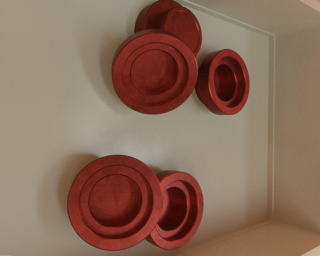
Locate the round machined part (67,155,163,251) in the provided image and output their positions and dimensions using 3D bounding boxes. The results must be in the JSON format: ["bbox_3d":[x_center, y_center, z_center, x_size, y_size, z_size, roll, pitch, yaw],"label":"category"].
[{"bbox_3d":[-0.049,0.078,0.340,0.099,0.042,0.097,2,83,-15],"label":"round machined part"}]

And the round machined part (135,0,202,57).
[{"bbox_3d":[0.018,-0.122,0.413,0.099,0.042,0.097,0,90,-40],"label":"round machined part"}]

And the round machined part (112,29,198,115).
[{"bbox_3d":[-0.008,-0.069,0.369,0.099,0.042,0.097,-5,119,-8],"label":"round machined part"}]

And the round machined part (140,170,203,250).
[{"bbox_3d":[0.008,0.104,0.405,0.099,0.042,0.097,0,90,-40],"label":"round machined part"}]

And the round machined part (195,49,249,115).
[{"bbox_3d":[0.091,-0.068,0.474,0.099,0.042,0.097,0,90,-40],"label":"round machined part"}]
